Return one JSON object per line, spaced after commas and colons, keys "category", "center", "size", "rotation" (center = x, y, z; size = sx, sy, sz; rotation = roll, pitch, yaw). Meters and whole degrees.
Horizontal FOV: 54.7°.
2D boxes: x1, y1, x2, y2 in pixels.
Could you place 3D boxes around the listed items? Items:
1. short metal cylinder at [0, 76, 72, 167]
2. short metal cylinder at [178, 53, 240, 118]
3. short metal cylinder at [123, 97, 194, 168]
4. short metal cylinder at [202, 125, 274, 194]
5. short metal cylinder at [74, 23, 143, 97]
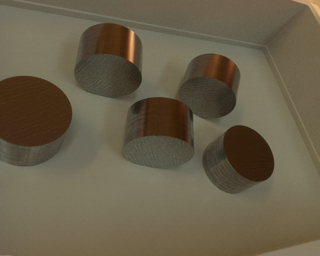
{"category": "short metal cylinder", "center": [-0.137, -0.007, 0.320], "size": [0.081, 0.050, 0.080], "rotation": [14, 56, -21]}
{"category": "short metal cylinder", "center": [0.072, -0.059, 0.445], "size": [0.080, 0.080, 0.050], "rotation": [28, 52, -11]}
{"category": "short metal cylinder", "center": [-0.001, 0.008, 0.365], "size": [0.081, 0.080, 0.050], "rotation": [15, 56, -20]}
{"category": "short metal cylinder", "center": [0.105, 0.043, 0.420], "size": [0.081, 0.050, 0.080], "rotation": [14, 56, -21]}
{"category": "short metal cylinder", "center": [-0.062, -0.082, 0.387], "size": [0.081, 0.080, 0.050], "rotation": [13, 57, -21]}
